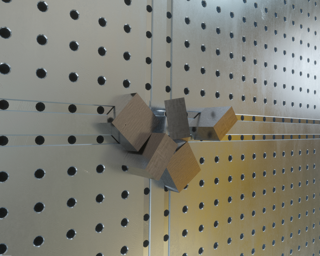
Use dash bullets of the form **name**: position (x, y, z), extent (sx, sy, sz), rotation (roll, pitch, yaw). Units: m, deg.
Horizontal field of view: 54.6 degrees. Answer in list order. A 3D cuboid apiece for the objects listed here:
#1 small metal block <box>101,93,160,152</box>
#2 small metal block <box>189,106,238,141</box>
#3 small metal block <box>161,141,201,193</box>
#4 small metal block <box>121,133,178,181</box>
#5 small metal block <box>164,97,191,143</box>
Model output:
- **small metal block**: position (-0.035, -0.007, 0.379), extent (0.050, 0.025, 0.050), rotation (51, 60, -28)
- **small metal block**: position (0.077, -0.007, 0.456), extent (0.050, 0.050, 0.025), rotation (-44, 117, -31)
- **small metal block**: position (0.024, 0.052, 0.428), extent (0.050, 0.025, 0.050), rotation (-40, 115, -33)
- **small metal block**: position (-0.013, 0.033, 0.380), extent (0.025, 0.050, 0.050), rotation (44, 65, -31)
- **small metal block**: position (0.023, -0.008, 0.403), extent (0.025, 0.050, 0.050), rotation (-9, 81, 4)
